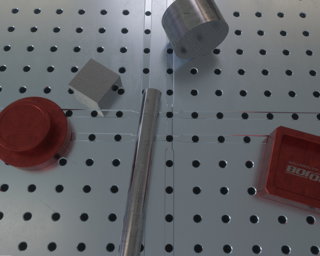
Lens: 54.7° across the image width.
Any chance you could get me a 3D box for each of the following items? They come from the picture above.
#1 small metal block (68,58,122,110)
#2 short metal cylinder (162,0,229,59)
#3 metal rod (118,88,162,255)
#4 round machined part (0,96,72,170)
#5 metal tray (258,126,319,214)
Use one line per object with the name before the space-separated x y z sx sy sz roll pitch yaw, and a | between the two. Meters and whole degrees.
small metal block | -0.090 -0.061 0.433 0.050 0.025 0.050 32 73 11
short metal cylinder | 0.049 -0.142 0.435 0.080 0.080 0.050 -20 72 -7
metal rod | -0.029 0.090 0.378 0.025 0.025 0.299 7 70 2
round machined part | -0.169 0.003 0.400 0.099 0.042 0.098 0 70 0
metal tray | 0.199 0.058 0.389 0.131 0.030 0.090 16 71 5
